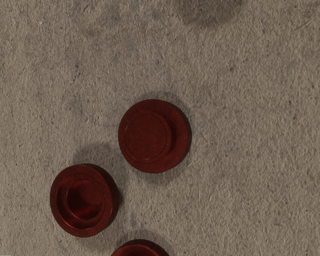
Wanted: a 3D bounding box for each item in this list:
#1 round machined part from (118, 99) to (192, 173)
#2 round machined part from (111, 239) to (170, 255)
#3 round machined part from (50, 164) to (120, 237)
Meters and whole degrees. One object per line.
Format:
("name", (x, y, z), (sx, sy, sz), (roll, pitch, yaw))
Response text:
("round machined part", (-0.011, 0.011, 0.403), (0.098, 0.042, 0.097), (0, 90, 19))
("round machined part", (-0.030, 0.203, 0.410), (0.098, 0.042, 0.097), (0, 90, 19))
("round machined part", (-0.101, 0.098, 0.434), (0.098, 0.042, 0.097), (0, 90, 19))
